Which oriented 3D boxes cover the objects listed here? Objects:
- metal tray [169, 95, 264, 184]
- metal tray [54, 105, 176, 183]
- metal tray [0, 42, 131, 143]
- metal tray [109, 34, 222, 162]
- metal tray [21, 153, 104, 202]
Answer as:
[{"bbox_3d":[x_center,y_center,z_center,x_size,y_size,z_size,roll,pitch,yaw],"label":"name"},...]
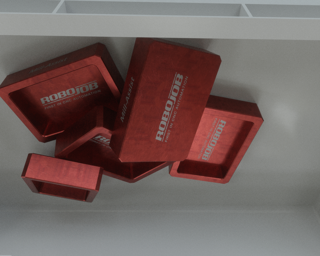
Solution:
[{"bbox_3d":[0.070,0.019,0.421,0.091,0.030,0.129,10,130,-9],"label":"metal tray"},{"bbox_3d":[-0.054,0.027,0.398,0.090,0.030,0.131,-31,139,31],"label":"metal tray"},{"bbox_3d":[-0.108,-0.037,0.370,0.130,0.030,0.090,-16,129,12],"label":"metal tray"},{"bbox_3d":[0.005,-0.026,0.336,0.091,0.030,0.129,3,114,-33],"label":"metal tray"},{"bbox_3d":[-0.131,0.073,0.426,0.091,0.030,0.129,13,157,-12],"label":"metal tray"}]
